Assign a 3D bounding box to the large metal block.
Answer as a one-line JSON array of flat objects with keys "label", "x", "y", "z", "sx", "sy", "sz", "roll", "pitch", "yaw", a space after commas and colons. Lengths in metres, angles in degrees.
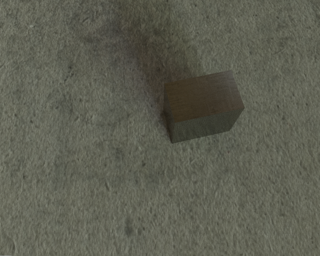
[{"label": "large metal block", "x": 0.050, "y": -0.023, "z": 0.388, "sx": 0.081, "sy": 0.080, "sz": 0.050, "roll": -12, "pitch": 71, "yaw": -5}]
